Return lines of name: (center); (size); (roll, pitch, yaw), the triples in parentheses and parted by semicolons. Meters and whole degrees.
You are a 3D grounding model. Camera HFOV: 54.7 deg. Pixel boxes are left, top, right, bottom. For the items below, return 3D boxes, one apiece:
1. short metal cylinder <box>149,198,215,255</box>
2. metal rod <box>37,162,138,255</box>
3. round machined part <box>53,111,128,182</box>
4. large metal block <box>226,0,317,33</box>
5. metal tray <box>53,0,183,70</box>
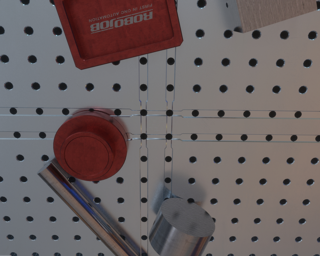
short metal cylinder: (0.031, 0.144, 0.437); (0.080, 0.080, 0.050); (19, 109, -7)
metal rod: (-0.075, 0.170, 0.475); (0.025, 0.025, 0.300); (-34, 107, 11)
round machined part: (-0.094, 0.030, 0.414); (0.099, 0.042, 0.097); (0, 110, 0)
large metal block: (0.117, -0.158, 0.343); (0.080, 0.050, 0.080); (-17, 109, 6)
metal tray: (-0.046, -0.128, 0.362); (0.131, 0.030, 0.089); (-13, 110, 4)
